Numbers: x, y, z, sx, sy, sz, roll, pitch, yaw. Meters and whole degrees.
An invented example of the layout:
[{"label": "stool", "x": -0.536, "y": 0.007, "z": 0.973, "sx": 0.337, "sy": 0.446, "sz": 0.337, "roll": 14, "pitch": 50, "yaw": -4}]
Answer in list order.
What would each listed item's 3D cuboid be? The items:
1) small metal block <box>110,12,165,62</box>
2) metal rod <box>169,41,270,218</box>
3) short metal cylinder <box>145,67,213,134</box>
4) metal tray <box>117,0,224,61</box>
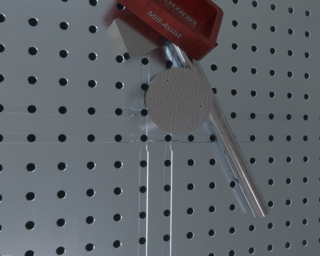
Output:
[{"label": "small metal block", "x": -0.029, "y": -0.120, "z": 0.402, "sx": 0.050, "sy": 0.025, "sz": 0.050, "roll": -25, "pitch": 99, "yaw": -18}, {"label": "metal rod", "x": 0.086, "y": -0.003, "z": 0.444, "sx": 0.025, "sy": 0.025, "sz": 0.299, "roll": -31, "pitch": 100, "yaw": -17}, {"label": "short metal cylinder", "x": 0.022, "y": -0.036, "z": 0.395, "sx": 0.081, "sy": 0.050, "sz": 0.079, "roll": -1, "pitch": 99, "yaw": -4}, {"label": "metal tray", "x": 0.018, "y": -0.156, "z": 0.394, "sx": 0.130, "sy": 0.030, "sz": 0.090, "roll": 33, "pitch": 50, "yaw": -17}]
